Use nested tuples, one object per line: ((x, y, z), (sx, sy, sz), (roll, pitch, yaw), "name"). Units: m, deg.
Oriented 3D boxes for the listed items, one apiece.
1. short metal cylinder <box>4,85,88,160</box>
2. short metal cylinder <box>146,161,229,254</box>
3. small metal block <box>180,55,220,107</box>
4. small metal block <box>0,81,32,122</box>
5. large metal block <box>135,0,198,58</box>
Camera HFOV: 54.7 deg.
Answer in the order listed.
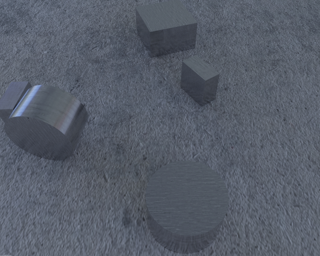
((-0.134, -0.005, 0.371), (0.080, 0.080, 0.050), (9, 51, 7), "short metal cylinder")
((0.026, 0.081, 0.319), (0.081, 0.050, 0.080), (0, 50, 0), "short metal cylinder")
((0.056, -0.067, 0.444), (0.025, 0.050, 0.050), (-28, 56, -22), "small metal block")
((-0.181, -0.025, 0.405), (0.025, 0.050, 0.050), (-1, 50, 11), "small metal block")
((0.009, -0.172, 0.532), (0.081, 0.050, 0.080), (-15, 52, -13), "large metal block")
